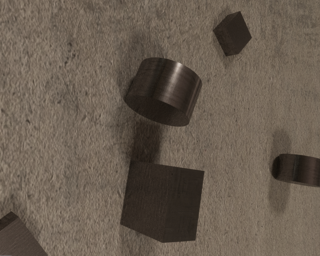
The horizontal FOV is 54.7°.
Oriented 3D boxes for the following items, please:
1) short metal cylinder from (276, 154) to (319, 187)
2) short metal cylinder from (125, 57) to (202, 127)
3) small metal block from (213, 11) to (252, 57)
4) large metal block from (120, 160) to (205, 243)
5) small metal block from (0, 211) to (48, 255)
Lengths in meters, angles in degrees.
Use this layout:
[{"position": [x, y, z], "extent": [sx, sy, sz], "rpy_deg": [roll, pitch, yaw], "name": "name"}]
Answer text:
[{"position": [0.271, 0.083, 0.600], "extent": [0.080, 0.080, 0.050], "rpy_deg": [19, 78, -39], "name": "short metal cylinder"}, {"position": [0.005, -0.041, 0.375], "extent": [0.080, 0.080, 0.050], "rpy_deg": [32, 70, -36], "name": "short metal cylinder"}, {"position": [0.120, -0.154, 0.508], "extent": [0.050, 0.025, 0.050], "rpy_deg": [-50, 120, -29], "name": "small metal block"}, {"position": [0.002, 0.085, 0.372], "extent": [0.050, 0.080, 0.080], "rpy_deg": [14, 81, -40], "name": "large metal block"}, {"position": [-0.143, 0.115, 0.286], "extent": [0.050, 0.025, 0.050], "rpy_deg": [-39, 114, -33], "name": "small metal block"}]
